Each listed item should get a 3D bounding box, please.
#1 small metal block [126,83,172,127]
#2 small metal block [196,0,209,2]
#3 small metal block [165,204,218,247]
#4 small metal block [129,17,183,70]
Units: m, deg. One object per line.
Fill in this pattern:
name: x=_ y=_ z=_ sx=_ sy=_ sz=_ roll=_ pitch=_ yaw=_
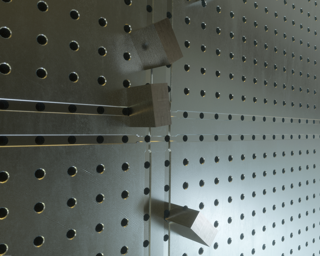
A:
small metal block: x=-0.014 y=-0.027 z=0.380 sx=0.025 sy=0.050 sz=0.050 roll=-11 pitch=97 yaw=-39
small metal block: x=0.074 y=-0.223 z=0.469 sx=0.050 sy=0.025 sz=0.050 roll=-25 pitch=106 yaw=-37
small metal block: x=0.044 y=0.134 z=0.428 sx=0.050 sy=0.050 sz=0.025 roll=50 pitch=61 yaw=-29
small metal block: x=-0.005 y=-0.104 z=0.387 sx=0.025 sy=0.050 sz=0.050 roll=-37 pitch=113 yaw=-34
